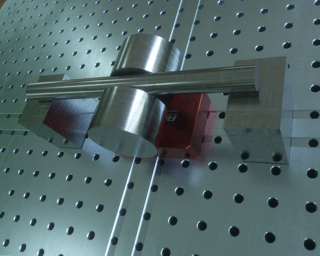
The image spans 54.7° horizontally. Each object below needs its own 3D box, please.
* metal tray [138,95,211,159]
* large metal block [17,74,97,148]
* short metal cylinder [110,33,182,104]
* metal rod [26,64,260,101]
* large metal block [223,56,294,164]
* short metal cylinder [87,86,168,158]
[{"bbox_3d":[-0.006,-0.010,0.414,0.130,0.030,0.090,2,62,29],"label":"metal tray"},{"bbox_3d":[-0.149,-0.023,0.464,0.050,0.080,0.080,1,62,29],"label":"large metal block"},{"bbox_3d":[-0.017,-0.071,0.387,0.080,0.080,0.050,1,62,28],"label":"short metal cylinder"},{"bbox_3d":[-0.043,-0.048,0.357,0.300,0.025,0.025,1,62,28],"label":"metal rod"},{"bbox_3d":[0.107,-0.016,0.325,0.050,0.080,0.080,1,62,29],"label":"large metal block"},{"bbox_3d":[-0.036,-0.004,0.356,0.080,0.080,0.050,1,62,28],"label":"short metal cylinder"}]
